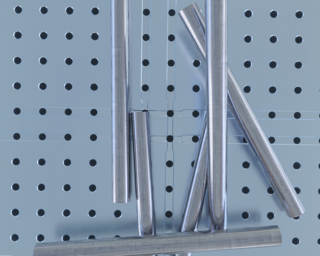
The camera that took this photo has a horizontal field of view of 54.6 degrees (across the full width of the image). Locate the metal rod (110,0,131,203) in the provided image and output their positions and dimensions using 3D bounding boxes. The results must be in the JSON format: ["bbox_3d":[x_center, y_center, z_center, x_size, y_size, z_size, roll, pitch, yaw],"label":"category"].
[{"bbox_3d":[-0.052,-0.052,0.412,0.025,0.025,0.298,0,90,0],"label":"metal rod"}]

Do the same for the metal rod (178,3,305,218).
[{"bbox_3d":[0.107,-0.016,0.394,0.025,0.025,0.299,-30,98,0],"label":"metal rod"}]

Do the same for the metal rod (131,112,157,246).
[{"bbox_3d":[-0.018,0.128,0.413,0.025,0.025,0.298,-3,90,0],"label":"metal rod"}]

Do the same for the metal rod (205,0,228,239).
[{"bbox_3d":[0.069,-0.003,0.377,0.025,0.025,0.298,-3,105,0],"label":"metal rod"}]

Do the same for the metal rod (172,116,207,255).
[{"bbox_3d":[0.052,0.074,0.413,0.025,0.025,0.299,13,90,0],"label":"metal rod"}]

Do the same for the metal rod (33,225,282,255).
[{"bbox_3d":[-0.003,0.145,0.387,0.302,0.025,0.025,-4,90,0],"label":"metal rod"}]
